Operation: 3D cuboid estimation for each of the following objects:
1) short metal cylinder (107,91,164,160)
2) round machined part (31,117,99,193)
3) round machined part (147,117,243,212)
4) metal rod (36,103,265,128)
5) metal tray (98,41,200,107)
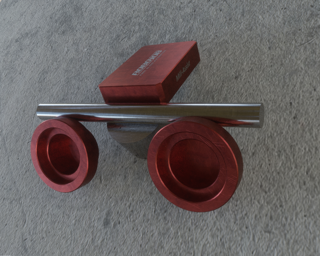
[{"bbox_3d":[-0.021,-0.005,0.403,0.080,0.050,0.080,-13,56,20],"label":"short metal cylinder"},{"bbox_3d":[-0.122,0.033,0.415,0.098,0.042,0.097,6,103,26],"label":"round machined part"},{"bbox_3d":[0.039,0.035,0.329,0.098,0.042,0.097,8,108,26],"label":"round machined part"},{"bbox_3d":[-0.034,-0.018,0.369,0.300,0.025,0.025,2,63,29],"label":"metal rod"},{"bbox_3d":[-0.010,-0.075,0.417,0.090,0.030,0.131,2,37,29],"label":"metal tray"}]
